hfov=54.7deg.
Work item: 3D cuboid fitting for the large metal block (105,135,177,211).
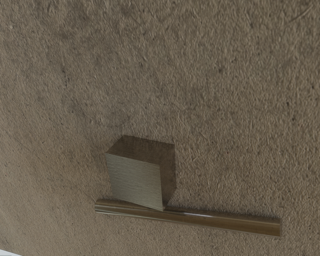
[{"bbox_3d":[-0.024,0.062,0.441,0.080,0.050,0.079,10,123,22],"label":"large metal block"}]

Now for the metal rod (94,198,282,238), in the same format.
[{"bbox_3d":[0.025,0.134,0.474,0.300,0.025,0.025,-1,118,28],"label":"metal rod"}]
